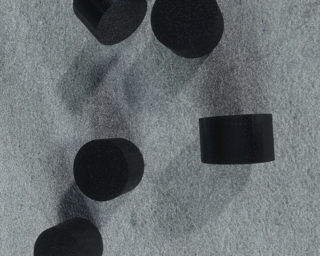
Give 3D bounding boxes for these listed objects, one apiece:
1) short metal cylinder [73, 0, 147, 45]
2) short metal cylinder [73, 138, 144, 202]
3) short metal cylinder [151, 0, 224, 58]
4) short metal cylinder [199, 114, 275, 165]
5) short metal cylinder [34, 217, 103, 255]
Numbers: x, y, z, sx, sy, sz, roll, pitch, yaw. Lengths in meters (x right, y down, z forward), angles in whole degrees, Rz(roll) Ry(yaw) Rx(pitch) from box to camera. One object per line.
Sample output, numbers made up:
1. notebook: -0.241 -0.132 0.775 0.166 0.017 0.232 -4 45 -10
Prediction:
1. short metal cylinder: -0.064 -0.155 0.401 0.080 0.080 0.050 -44 77 14
2. short metal cylinder: -0.068 0.054 0.419 0.080 0.050 0.079 0 90 19
3. short metal cylinder: 0.035 -0.131 0.383 0.080 0.050 0.079 0 90 19
4. short metal cylinder: 0.086 0.012 0.349 0.080 0.080 0.050 -3 89 19
5. short metal cylinder: -0.129 0.174 0.440 0.080 0.050 0.079 0 90 19
